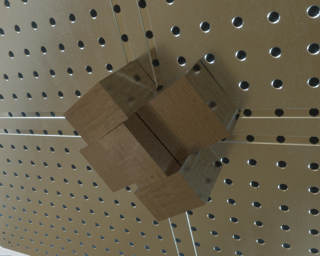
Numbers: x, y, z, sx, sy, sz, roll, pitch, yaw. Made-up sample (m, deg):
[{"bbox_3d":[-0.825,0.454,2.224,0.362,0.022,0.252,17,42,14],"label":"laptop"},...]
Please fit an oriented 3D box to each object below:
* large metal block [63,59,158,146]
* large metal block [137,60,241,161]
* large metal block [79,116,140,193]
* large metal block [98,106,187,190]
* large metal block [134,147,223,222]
[{"bbox_3d":[-0.059,-0.032,0.387,0.080,0.080,0.050,-32,100,38],"label":"large metal block"},{"bbox_3d":[0.033,-0.018,0.366,0.080,0.050,0.080,-32,103,38],"label":"large metal block"},{"bbox_3d":[-0.055,0.037,0.449,0.080,0.050,0.080,-30,102,38],"label":"large metal block"},{"bbox_3d":[-0.016,0.017,0.395,0.050,0.080,0.080,-32,100,38],"label":"large metal block"},{"bbox_3d":[0.026,0.066,0.403,0.080,0.080,0.050,-32,100,37],"label":"large metal block"}]
